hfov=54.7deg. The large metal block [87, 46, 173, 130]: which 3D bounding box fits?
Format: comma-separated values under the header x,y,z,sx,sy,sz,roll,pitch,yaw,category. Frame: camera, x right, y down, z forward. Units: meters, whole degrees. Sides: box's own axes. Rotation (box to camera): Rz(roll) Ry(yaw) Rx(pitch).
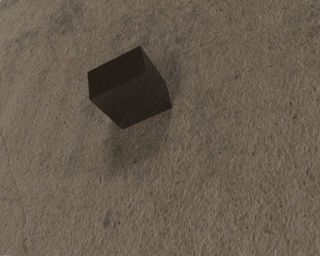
x,y,z,sx,sy,sz,roll,pitch,yaw,category
-0.039,-0.051,0.419,0.080,0.080,0.050,-23,54,14,large metal block
